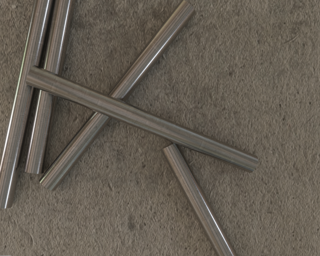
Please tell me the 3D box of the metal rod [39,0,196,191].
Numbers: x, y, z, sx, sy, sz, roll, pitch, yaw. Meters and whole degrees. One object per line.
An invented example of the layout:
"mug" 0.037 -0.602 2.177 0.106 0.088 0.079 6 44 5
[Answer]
"metal rod" -0.055 -0.043 0.409 0.025 0.025 0.300 38 90 -1

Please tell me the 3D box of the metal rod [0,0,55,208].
"metal rod" -0.177 -0.044 0.407 0.025 0.025 0.298 12 90 -1

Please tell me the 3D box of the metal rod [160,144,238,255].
"metal rod" 0.082 0.155 0.411 0.025 0.025 0.299 -28 90 0

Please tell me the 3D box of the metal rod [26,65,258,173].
"metal rod" -0.015 -0.008 0.390 0.302 0.025 0.025 22 90 -8

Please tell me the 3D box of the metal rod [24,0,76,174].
"metal rod" -0.139 -0.089 0.408 0.025 0.025 0.298 10 90 -1
